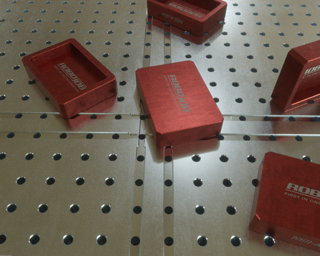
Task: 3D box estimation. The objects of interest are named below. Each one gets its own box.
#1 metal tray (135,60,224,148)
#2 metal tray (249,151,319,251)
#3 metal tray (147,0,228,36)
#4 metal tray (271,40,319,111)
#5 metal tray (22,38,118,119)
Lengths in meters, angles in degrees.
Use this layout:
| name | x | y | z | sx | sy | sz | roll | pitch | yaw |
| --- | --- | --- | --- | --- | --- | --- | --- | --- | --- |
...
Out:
| name | x | y | z | sx | sy | sz | roll | pitch | yaw |
| --- | --- | --- | --- | --- | --- | --- | --- | --- | --- |
| metal tray | 0.023 | -0.039 | 0.438 | 0.091 | 0.030 | 0.130 | -11 | 51 | -10 |
| metal tray | 0.172 | 0.084 | 0.336 | 0.131 | 0.030 | 0.090 | 15 | 51 | 12 |
| metal tray | 0.051 | -0.232 | 0.599 | 0.130 | 0.030 | 0.090 | 31 | 56 | 23 |
| metal tray | 0.229 | -0.082 | 0.437 | 0.131 | 0.089 | 0.030 | -19 | 53 | -16 |
| metal tray | -0.137 | -0.080 | 0.469 | 0.091 | 0.030 | 0.130 | -32 | 57 | -24 |
